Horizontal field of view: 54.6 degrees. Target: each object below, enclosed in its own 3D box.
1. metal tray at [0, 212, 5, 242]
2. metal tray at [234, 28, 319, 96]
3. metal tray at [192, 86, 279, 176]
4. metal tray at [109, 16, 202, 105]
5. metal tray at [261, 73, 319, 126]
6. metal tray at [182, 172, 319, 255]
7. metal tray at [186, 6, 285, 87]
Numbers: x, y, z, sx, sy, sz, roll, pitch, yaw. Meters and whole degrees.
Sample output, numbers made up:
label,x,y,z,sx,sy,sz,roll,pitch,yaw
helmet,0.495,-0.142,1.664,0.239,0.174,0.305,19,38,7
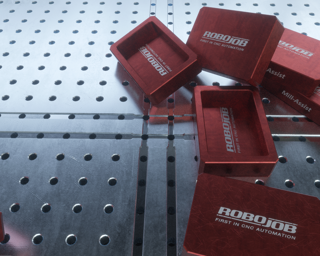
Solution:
label,x,y,z,sx,sy,sz,roll,pitch,yaw
metal tray,-0.228,0.092,0.290,0.130,0.030,0.090,17,26,24
metal tray,0.181,-0.108,0.457,0.130,0.030,0.090,31,57,24
metal tray,0.092,-0.001,0.405,0.090,0.030,0.130,0,50,0
metal tray,-0.009,-0.106,0.473,0.090,0.030,0.130,-37,56,-1
metal tray,0.228,-0.060,0.455,0.091,0.030,0.130,-31,57,-24
metal tray,0.095,0.103,0.318,0.130,0.030,0.090,11,51,9
metal tray,0.099,-0.121,0.450,0.130,0.030,0.090,28,98,41
